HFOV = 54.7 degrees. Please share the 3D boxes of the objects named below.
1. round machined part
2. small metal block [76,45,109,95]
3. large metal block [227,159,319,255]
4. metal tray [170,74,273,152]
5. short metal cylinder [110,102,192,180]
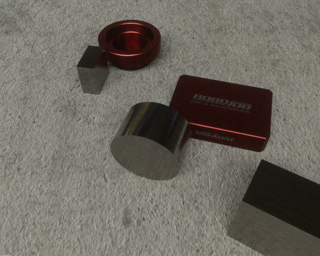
[{"bbox_3d":[-0.048,-0.130,0.502,0.099,0.042,0.098,0,50,0],"label":"round machined part"},{"bbox_3d":[-0.098,-0.086,0.458,0.025,0.050,0.050,8,51,7],"label":"small metal block"},{"bbox_3d":[0.118,0.087,0.296,0.080,0.080,0.050,24,54,19],"label":"large metal block"},{"bbox_3d":[0.081,-0.023,0.420,0.131,0.030,0.090,12,51,9],"label":"metal tray"},{"bbox_3d":[-0.009,0.016,0.354,0.080,0.080,0.050,14,52,11],"label":"short metal cylinder"}]
